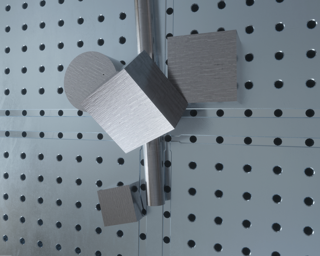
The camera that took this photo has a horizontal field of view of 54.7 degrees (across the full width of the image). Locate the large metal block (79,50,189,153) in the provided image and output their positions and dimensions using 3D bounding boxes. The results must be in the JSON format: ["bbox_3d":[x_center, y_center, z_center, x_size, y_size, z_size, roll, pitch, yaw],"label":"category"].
[{"bbox_3d":[-0.029,-0.028,0.354,0.080,0.050,0.080,-28,109,38],"label":"large metal block"}]

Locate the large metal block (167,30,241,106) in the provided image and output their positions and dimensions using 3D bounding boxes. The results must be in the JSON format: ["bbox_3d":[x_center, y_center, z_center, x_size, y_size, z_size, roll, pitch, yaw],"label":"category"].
[{"bbox_3d":[0.055,-0.069,0.379,0.080,0.050,0.079,-1,90,19],"label":"large metal block"}]

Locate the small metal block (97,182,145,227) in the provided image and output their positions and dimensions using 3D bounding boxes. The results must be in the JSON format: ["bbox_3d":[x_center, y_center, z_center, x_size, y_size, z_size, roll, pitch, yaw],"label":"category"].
[{"bbox_3d":[-0.054,0.105,0.431,0.050,0.025,0.050,-14,85,19],"label":"small metal block"}]

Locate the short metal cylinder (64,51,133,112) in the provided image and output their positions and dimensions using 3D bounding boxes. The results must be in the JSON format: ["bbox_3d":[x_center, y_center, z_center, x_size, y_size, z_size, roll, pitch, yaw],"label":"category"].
[{"bbox_3d":[-0.083,-0.060,0.427,0.080,0.050,0.079,0,90,19],"label":"short metal cylinder"}]

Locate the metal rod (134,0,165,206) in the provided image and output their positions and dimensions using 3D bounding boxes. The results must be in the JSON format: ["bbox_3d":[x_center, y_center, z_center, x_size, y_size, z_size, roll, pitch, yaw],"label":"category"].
[{"bbox_3d":[-0.015,-0.047,0.416,0.025,0.025,0.298,-4,89,19],"label":"metal rod"}]
